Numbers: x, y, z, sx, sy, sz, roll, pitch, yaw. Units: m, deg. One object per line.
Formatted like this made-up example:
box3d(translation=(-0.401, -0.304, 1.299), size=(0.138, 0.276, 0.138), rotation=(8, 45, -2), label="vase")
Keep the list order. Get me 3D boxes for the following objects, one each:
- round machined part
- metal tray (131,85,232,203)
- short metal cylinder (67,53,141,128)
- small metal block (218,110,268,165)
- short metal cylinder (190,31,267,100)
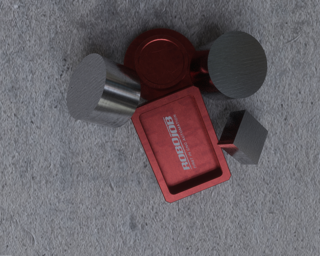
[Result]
box3d(translation=(0.002, -0.082, 0.403), size=(0.099, 0.042, 0.097), rotation=(0, 90, 0), label="round machined part")
box3d(translation=(0.026, 0.020, 0.398), size=(0.090, 0.030, 0.129), rotation=(-22, 100, 0), label="metal tray")
box3d(translation=(-0.069, -0.044, 0.376), size=(0.050, 0.080, 0.080), rotation=(16, 90, -44), label="short metal cylinder")
box3d(translation=(0.107, 0.013, 0.394), size=(0.050, 0.025, 0.050), rotation=(38, 65, -26), label="small metal block")
box3d(translation=(0.085, -0.075, 0.389), size=(0.081, 0.050, 0.079), rotation=(-1, 92, -18), label="short metal cylinder")
